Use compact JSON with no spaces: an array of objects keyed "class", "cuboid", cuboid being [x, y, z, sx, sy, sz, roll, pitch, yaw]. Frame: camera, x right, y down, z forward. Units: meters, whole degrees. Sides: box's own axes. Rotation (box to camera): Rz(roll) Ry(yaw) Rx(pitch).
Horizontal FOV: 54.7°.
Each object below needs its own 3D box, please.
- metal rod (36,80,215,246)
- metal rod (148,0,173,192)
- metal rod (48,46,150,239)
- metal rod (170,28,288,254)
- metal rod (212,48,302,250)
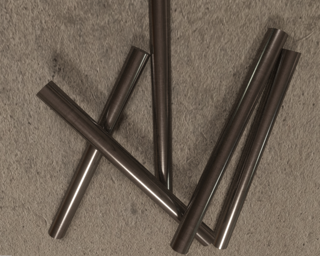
[{"class":"metal rod","cuboid":[-0.033,0.055,0.401,0.025,0.025,0.300,-41,106,13]},{"class":"metal rod","cuboid":[0.002,-0.047,0.392,0.025,0.025,0.298,-2,110,0]},{"class":"metal rod","cuboid":[-0.089,0.032,0.420,0.025,0.025,0.298,25,108,-9]},{"class":"metal rod","cuboid":[0.083,0.022,0.388,0.025,0.025,0.298,22,97,-8]},{"class":"metal rod","cuboid":[0.126,0.042,0.426,0.025,0.025,0.298,12,110,-5]}]
